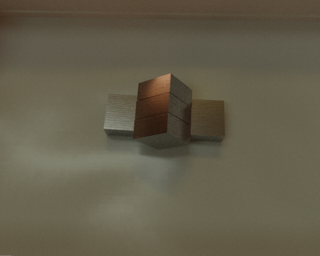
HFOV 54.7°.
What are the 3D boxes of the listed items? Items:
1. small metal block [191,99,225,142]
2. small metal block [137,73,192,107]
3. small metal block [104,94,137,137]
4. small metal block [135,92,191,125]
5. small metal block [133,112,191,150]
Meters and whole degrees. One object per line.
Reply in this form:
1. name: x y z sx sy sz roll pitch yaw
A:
1. small metal block: 0.058 -0.010 0.413 0.050 0.025 0.050 3 70 0
2. small metal block: 0.007 -0.042 0.399 0.050 0.050 0.025 -11 65 35
3. small metal block: -0.045 -0.016 0.413 0.050 0.025 0.050 4 70 1
4. small metal block: 0.005 -0.018 0.391 0.050 0.050 0.025 -12 65 34
5. small metal block: 0.003 0.005 0.382 0.050 0.050 0.025 -12 65 34
